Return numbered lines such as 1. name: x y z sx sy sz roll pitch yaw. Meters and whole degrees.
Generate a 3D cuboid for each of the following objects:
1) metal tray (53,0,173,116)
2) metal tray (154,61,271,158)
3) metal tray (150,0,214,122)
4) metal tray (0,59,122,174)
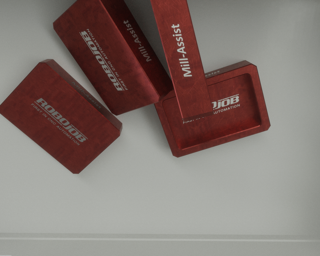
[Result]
1. metal tray: -0.054 -0.082 0.351 0.090 0.030 0.130 -14 115 46
2. metal tray: 0.066 -0.023 0.400 0.131 0.030 0.090 -18 109 6
3. metal tray: 0.022 -0.080 0.318 0.030 0.090 0.129 -14 104 8
4. metal tray: -0.126 -0.013 0.403 0.090 0.030 0.130 -42 105 14
